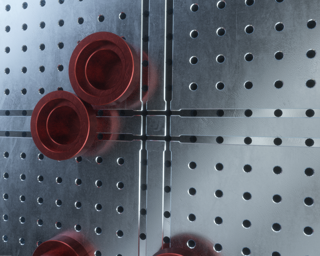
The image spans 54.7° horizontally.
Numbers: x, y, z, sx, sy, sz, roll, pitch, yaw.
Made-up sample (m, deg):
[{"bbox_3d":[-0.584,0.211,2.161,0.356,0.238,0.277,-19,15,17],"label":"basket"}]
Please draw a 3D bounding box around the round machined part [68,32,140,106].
[{"bbox_3d":[-0.073,-0.079,0.428,0.098,0.042,0.097,0,90,19],"label":"round machined part"}]

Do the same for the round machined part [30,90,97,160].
[{"bbox_3d":[-0.134,-0.004,0.449,0.098,0.042,0.097,0,90,19],"label":"round machined part"}]

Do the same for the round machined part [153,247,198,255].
[{"bbox_3d":[0.024,0.201,0.394,0.098,0.042,0.097,0,90,19],"label":"round machined part"}]

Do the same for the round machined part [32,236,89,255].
[{"bbox_3d":[-0.153,0.214,0.456,0.098,0.042,0.097,0,90,19],"label":"round machined part"}]
